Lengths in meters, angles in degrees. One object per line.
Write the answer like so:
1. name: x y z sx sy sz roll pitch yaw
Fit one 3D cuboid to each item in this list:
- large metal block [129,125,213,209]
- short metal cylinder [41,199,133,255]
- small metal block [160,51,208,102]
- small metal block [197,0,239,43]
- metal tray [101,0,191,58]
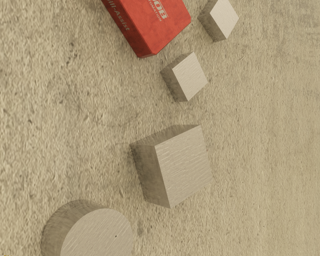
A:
1. large metal block: 0.017 0.046 0.402 0.081 0.050 0.080 -23 105 -38
2. short metal cylinder: -0.076 0.120 0.325 0.081 0.050 0.079 0 90 -40
3. small metal block: 0.034 -0.071 0.433 0.050 0.025 0.050 -44 117 -31
4. small metal block: 0.091 -0.171 0.481 0.050 0.025 0.050 46 63 -31
5. metal tray: -0.024 -0.164 0.381 0.090 0.030 0.130 -49 119 -29
